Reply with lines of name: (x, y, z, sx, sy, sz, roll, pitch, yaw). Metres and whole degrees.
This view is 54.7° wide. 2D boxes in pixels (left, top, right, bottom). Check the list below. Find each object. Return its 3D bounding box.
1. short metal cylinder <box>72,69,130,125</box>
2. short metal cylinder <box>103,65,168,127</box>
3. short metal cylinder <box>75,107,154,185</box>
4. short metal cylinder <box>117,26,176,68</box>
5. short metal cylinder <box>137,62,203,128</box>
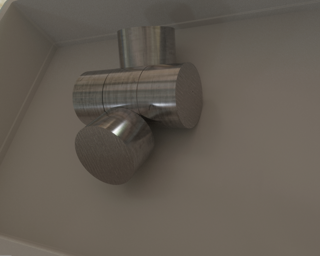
short metal cylinder: (-0.074, -0.041, 0.433, 0.050, 0.080, 0.080, 1, 62, 29)
short metal cylinder: (-0.030, -0.041, 0.409, 0.050, 0.080, 0.080, 1, 62, 29)
short metal cylinder: (-0.054, 0.021, 0.374, 0.080, 0.080, 0.050, 0, 28, 28)
short metal cylinder: (-0.018, -0.111, 0.437, 0.080, 0.080, 0.050, 2, 101, 29)
short metal cylinder: (0.015, -0.040, 0.385, 0.050, 0.080, 0.080, 1, 62, 29)
